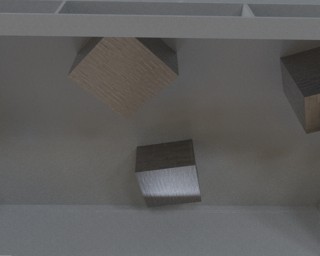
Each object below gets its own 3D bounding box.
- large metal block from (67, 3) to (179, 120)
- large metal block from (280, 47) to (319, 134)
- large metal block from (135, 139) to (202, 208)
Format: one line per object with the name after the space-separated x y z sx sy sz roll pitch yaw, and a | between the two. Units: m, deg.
-0.038 -0.068 0.334 0.080 0.050 0.080 37 121 -27 | large metal block
0.185 -0.047 0.334 0.080 0.080 0.050 -15 129 12 | large metal block
0.014 0.067 0.450 0.080 0.050 0.080 -8 130 6 | large metal block
